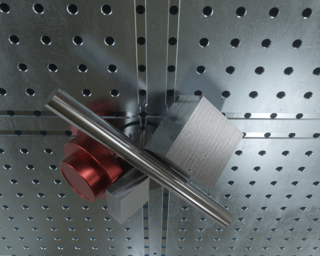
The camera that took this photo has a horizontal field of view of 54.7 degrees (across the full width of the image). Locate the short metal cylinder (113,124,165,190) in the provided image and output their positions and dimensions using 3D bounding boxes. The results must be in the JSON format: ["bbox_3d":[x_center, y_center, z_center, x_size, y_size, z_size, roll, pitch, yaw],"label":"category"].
[{"bbox_3d":[-0.024,0.041,0.425,0.081,0.050,0.079,0,130,0],"label":"short metal cylinder"}]

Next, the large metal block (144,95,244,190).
[{"bbox_3d":[0.042,0.016,0.376,0.080,0.050,0.080,39,77,-28],"label":"large metal block"}]

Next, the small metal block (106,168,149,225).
[{"bbox_3d":[-0.040,0.086,0.395,0.025,0.050,0.050,31,137,28],"label":"small metal block"}]

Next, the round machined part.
[{"bbox_3d":[-0.095,0.060,0.412,0.098,0.042,0.097,28,141,26],"label":"round machined part"}]

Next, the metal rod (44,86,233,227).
[{"bbox_3d":[-0.006,0.050,0.384,0.025,0.025,0.301,-36,122,26],"label":"metal rod"}]
